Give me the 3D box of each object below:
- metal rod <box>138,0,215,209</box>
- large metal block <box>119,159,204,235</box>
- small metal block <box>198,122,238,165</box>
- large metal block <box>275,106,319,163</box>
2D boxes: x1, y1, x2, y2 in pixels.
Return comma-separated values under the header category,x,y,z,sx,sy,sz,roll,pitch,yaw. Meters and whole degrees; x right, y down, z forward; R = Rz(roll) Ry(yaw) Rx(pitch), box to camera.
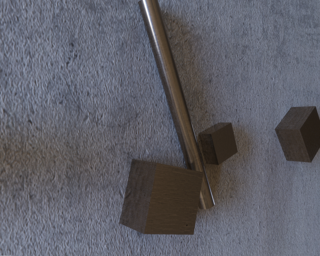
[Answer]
category,x,y,z,sx,sy,sz,roll,pitch,yaw
metal rod,0.027,-0.024,0.426,0.025,0.025,0.298,-28,108,-37
large metal block,0.004,0.087,0.391,0.081,0.050,0.080,17,79,-39
small metal block,0.091,0.023,0.481,0.050,0.025,0.050,-26,106,-37
large metal block,0.285,0.012,0.627,0.080,0.050,0.080,-43,116,-31
